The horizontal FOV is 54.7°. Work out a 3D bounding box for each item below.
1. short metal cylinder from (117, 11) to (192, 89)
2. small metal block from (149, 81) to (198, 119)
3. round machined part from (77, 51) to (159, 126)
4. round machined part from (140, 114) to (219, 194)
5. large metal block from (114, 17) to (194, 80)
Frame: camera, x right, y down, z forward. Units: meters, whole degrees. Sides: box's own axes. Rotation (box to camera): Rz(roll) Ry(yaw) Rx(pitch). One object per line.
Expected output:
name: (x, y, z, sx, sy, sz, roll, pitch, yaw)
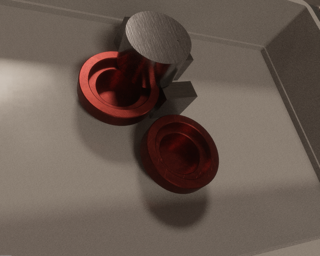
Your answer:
short metal cylinder: (-0.008, -0.095, 0.380, 0.081, 0.050, 0.080, 9, 60, -16)
small metal block: (0.014, -0.038, 0.422, 0.050, 0.050, 0.025, -9, 67, -33)
round machined part: (-0.054, -0.045, 0.390, 0.099, 0.042, 0.098, 9, 59, -16)
round machined part: (0.020, 0.035, 0.386, 0.099, 0.042, 0.098, 14, 56, -21)
large metal block: (-0.011, -0.114, 0.455, 0.081, 0.050, 0.080, -12, 68, -33)
